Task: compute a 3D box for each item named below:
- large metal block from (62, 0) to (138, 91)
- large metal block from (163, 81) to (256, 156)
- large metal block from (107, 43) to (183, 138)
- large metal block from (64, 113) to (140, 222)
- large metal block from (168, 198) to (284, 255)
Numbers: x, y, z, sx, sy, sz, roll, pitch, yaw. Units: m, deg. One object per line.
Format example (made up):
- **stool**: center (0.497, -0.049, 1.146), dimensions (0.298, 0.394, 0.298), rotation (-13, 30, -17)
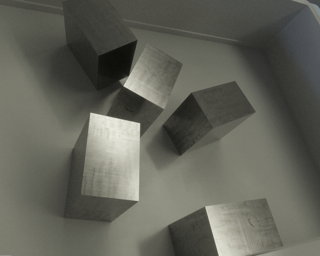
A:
- **large metal block**: center (-0.076, -0.107, 0.388), dimensions (0.050, 0.080, 0.080), rotation (-30, 78, -22)
- **large metal block**: center (0.064, -0.013, 0.412), dimensions (0.081, 0.080, 0.050), rotation (-19, 72, -35)
- **large metal block**: center (-0.022, -0.043, 0.385), dimensions (0.050, 0.080, 0.080), rotation (29, 52, -10)
- **large metal block**: center (-0.059, 0.043, 0.312), dimensions (0.050, 0.080, 0.080), rotation (12, 57, -22)
- **large metal block**: center (0.067, 0.116, 0.336), dimensions (0.081, 0.080, 0.050), rotation (1, 62, -28)
